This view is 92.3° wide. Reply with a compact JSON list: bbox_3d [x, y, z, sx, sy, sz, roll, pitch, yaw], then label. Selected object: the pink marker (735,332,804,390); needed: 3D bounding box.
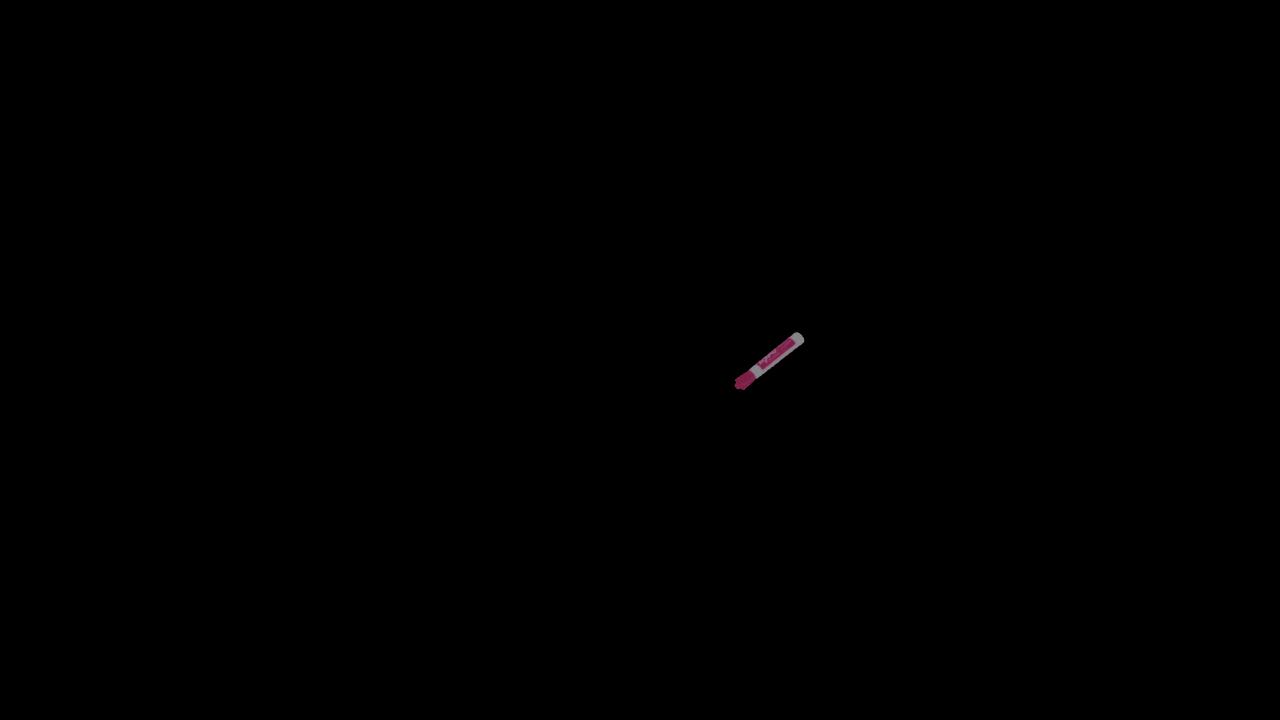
[{"bbox_3d":[0.178,0.002,0.852,0.121,0.020,0.020,-36,11,-15],"label":"pink marker"}]
